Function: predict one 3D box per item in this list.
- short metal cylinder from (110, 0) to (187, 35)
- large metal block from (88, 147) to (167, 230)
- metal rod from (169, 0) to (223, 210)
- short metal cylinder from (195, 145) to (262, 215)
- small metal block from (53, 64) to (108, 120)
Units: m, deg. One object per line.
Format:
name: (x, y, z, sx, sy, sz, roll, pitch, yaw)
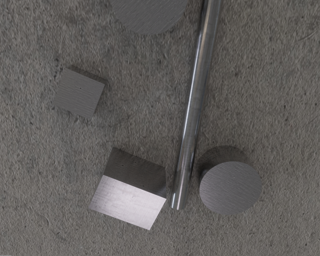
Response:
short metal cylinder: (-0.011, -0.146, 0.342, 0.081, 0.050, 0.079, 0, 110, 0)
large metal block: (-0.039, 0.077, 0.408, 0.080, 0.080, 0.050, 23, 109, -8)
metal rod: (0.044, -0.027, 0.399, 0.025, 0.025, 0.298, 7, 110, -3)
short metal cylinder: (0.091, 0.070, 0.423, 0.081, 0.050, 0.079, 0, 110, 0)
small metal block: (-0.100, -0.045, 0.392, 0.050, 0.025, 0.050, 23, 108, -8)
